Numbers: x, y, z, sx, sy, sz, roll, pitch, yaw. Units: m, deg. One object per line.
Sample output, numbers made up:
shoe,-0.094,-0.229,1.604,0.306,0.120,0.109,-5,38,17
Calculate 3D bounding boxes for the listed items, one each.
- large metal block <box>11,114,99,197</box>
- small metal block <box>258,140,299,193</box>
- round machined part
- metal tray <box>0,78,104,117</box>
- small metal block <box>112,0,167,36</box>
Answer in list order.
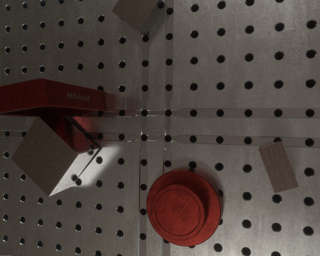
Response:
large metal block,-0.151,0.037,0.445,0.080,0.050,0.080,41,107,11
small metal block,0.134,0.042,0.352,0.025,0.050,0.050,-21,83,19
round machined part,0.028,0.102,0.393,0.098,0.042,0.097,0,90,19
metal tray,-0.145,-0.035,0.406,0.090,0.130,0.030,-7,88,19
small metal block,-0.029,-0.163,0.422,0.050,0.025,0.050,39,102,15
